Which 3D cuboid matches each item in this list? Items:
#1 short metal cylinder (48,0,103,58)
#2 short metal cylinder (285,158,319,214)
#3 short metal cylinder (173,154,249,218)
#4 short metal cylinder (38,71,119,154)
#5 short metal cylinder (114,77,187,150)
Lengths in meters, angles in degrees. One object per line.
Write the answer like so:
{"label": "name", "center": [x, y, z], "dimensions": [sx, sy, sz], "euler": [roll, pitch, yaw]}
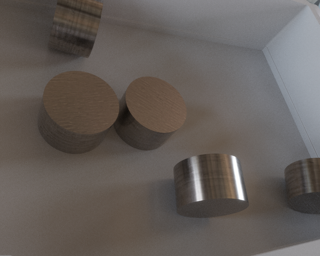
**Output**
{"label": "short metal cylinder", "center": [-0.108, -0.135, 0.394], "dimensions": [0.050, 0.080, 0.080], "euler": [12, 57, -22]}
{"label": "short metal cylinder", "center": [0.221, 0.084, 0.438], "dimensions": [0.080, 0.080, 0.050], "euler": [20, 54, -16]}
{"label": "short metal cylinder", "center": [0.057, 0.069, 0.359], "dimensions": [0.081, 0.080, 0.050], "euler": [10, 58, -23]}
{"label": "short metal cylinder", "center": [-0.093, -0.017, 0.350], "dimensions": [0.081, 0.050, 0.080], "euler": [14, 56, -21]}
{"label": "short metal cylinder", "center": [-0.014, -0.018, 0.393], "dimensions": [0.081, 0.050, 0.080], "euler": [14, 56, -21]}
